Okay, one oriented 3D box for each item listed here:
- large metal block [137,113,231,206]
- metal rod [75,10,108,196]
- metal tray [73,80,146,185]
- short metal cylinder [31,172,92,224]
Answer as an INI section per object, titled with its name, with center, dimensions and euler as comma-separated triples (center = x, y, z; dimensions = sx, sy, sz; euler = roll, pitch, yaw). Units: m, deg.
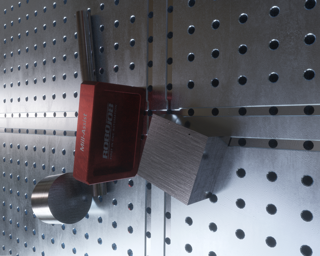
[large metal block]
center = 0.027, 0.033, 0.371
dimensions = 0.080, 0.050, 0.079
euler = 25, 105, 37
[metal rod]
center = -0.112, -0.042, 0.501
dimensions = 0.025, 0.025, 0.298
euler = -11, 83, 39
[metal tray]
center = -0.067, 0.005, 0.422
dimensions = 0.030, 0.091, 0.129
euler = 11, 97, 39
[short metal cylinder]
center = -0.159, 0.115, 0.505
dimensions = 0.050, 0.081, 0.080
euler = -14, 81, 39
